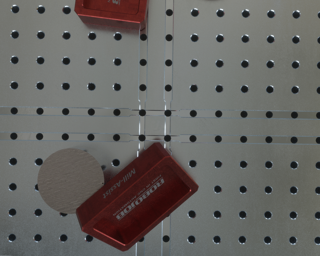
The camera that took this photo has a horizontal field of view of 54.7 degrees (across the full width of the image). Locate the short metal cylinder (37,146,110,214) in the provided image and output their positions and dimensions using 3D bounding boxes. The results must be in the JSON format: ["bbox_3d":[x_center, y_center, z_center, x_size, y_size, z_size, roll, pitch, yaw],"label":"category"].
[{"bbox_3d":[-0.108,0.064,0.400,0.081,0.050,0.079,0,90,-1],"label":"short metal cylinder"}]

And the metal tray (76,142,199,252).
[{"bbox_3d":[-0.025,0.088,0.384,0.130,0.030,0.090,-41,133,0],"label":"metal tray"}]

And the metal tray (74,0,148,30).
[{"bbox_3d":[-0.057,-0.203,0.409,0.091,0.030,0.129,7,90,-1],"label":"metal tray"}]
